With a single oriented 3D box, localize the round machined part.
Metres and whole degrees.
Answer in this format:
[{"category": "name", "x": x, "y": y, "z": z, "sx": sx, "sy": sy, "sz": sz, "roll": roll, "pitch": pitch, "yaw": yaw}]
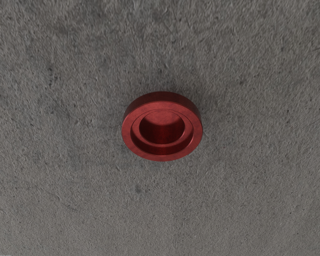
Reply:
[{"category": "round machined part", "x": 0.003, "y": -0.006, "z": 0.391, "sx": 0.099, "sy": 0.042, "sz": 0.097, "roll": 0, "pitch": 130, "yaw": 0}]
